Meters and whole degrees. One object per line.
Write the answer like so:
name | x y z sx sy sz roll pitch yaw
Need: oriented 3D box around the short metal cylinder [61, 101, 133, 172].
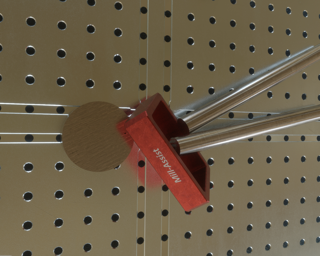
short metal cylinder | -0.077 0.009 0.372 0.081 0.050 0.079 0 90 -20

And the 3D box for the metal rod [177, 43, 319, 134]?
metal rod | 0.152 -0.066 0.456 0.302 0.025 0.025 -28 100 -23

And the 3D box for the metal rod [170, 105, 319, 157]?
metal rod | 0.148 -0.003 0.446 0.303 0.025 0.025 -11 94 -29

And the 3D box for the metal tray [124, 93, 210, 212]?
metal tray | 0.015 0.026 0.384 0.030 0.090 0.130 -31 103 19
